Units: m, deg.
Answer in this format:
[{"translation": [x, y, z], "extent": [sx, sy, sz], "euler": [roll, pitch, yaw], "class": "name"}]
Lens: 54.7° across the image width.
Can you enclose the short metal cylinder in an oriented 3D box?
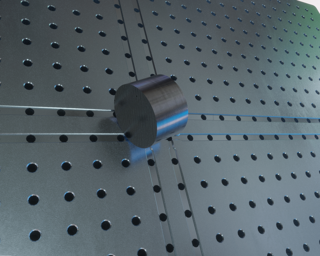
[{"translation": [-0.012, -0.021, 0.381], "extent": [0.050, 0.080, 0.080], "euler": [-24, 75, -37], "class": "short metal cylinder"}]
